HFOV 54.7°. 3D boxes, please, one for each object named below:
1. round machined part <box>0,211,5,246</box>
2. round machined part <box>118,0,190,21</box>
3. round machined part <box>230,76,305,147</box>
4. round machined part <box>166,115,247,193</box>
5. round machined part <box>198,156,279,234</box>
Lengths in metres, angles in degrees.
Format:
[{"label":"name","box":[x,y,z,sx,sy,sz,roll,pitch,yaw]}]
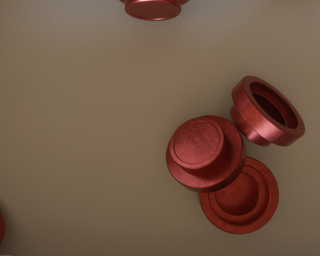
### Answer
[{"label":"round machined part","box":[-0.251,0.132,0.382,0.042,0.099,0.098,-39,90,34]},{"label":"round machined part","box":[-0.008,-0.161,0.374,0.099,0.098,0.042,1,90,0]},{"label":"round machined part","box":[0.127,-0.016,0.385,0.098,0.098,0.042,40,126,0]},{"label":"round machined part","box":[0.051,0.026,0.377,0.098,0.042,0.098,-14,55,22]},{"label":"round machined part","box":[0.098,0.083,0.404,0.099,0.042,0.097,0,90,0]}]
